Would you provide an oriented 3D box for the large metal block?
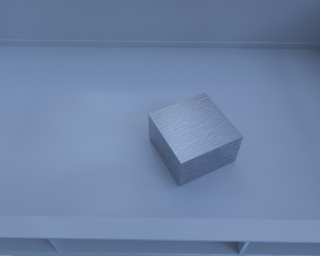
[{"bbox_3d":[0.040,0.012,0.379,0.081,0.050,0.080,-21,53,-17],"label":"large metal block"}]
